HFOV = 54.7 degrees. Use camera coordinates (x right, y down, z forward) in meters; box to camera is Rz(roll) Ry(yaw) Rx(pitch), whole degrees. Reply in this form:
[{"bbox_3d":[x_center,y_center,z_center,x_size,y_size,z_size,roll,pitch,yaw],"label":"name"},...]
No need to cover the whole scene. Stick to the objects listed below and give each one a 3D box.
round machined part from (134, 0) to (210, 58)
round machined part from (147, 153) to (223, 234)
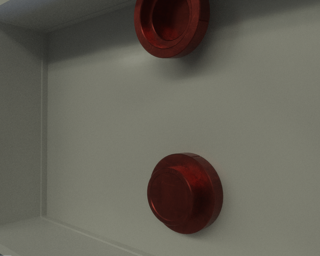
[{"bbox_3d":[0.018,-0.134,0.374,0.098,0.042,0.097,9,105,38],"label":"round machined part"},{"bbox_3d":[0.023,0.080,0.377,0.098,0.042,0.097,0,90,40],"label":"round machined part"}]
